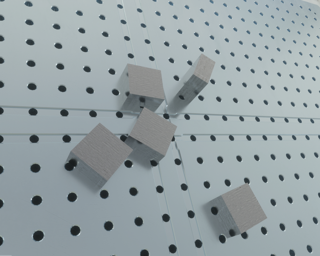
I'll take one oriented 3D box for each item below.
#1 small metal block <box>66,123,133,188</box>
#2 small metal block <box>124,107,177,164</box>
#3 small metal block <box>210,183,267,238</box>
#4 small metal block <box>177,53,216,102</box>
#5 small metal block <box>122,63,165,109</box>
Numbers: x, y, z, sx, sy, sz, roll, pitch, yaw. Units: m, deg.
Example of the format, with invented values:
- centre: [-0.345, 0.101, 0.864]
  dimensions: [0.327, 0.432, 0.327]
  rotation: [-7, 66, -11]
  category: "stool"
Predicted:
- centre: [-0.068, 0.031, 0.353]
  dimensions: [0.050, 0.025, 0.050]
  rotation: [40, 51, -2]
  category: "small metal block"
- centre: [-0.012, 0.009, 0.396]
  dimensions: [0.050, 0.025, 0.050]
  rotation: [31, 52, -9]
  category: "small metal block"
- centre: [0.101, 0.105, 0.398]
  dimensions: [0.050, 0.025, 0.050]
  rotation: [-15, 69, -34]
  category: "small metal block"
- centre: [0.054, -0.075, 0.466]
  dimensions: [0.025, 0.050, 0.050]
  rotation: [30, 52, -9]
  category: "small metal block"
- centre: [-0.024, -0.058, 0.430]
  dimensions: [0.050, 0.025, 0.050]
  rotation: [7, 59, -25]
  category: "small metal block"
